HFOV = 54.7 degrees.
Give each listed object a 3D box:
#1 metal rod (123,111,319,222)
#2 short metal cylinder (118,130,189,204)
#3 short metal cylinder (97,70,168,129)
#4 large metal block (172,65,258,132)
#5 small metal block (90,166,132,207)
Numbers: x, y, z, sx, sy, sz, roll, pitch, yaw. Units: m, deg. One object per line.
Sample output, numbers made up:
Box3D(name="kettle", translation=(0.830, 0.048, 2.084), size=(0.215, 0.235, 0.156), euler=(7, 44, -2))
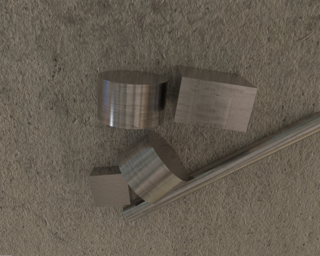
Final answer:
Box3D(name="metal rod", translation=(0.084, 0.058, 0.432), size=(0.301, 0.025, 0.025), euler=(-28, 108, 9))
Box3D(name="short metal cylinder", translation=(-0.008, 0.050, 0.399), size=(0.050, 0.080, 0.080), euler=(-39, 106, 13))
Box3D(name="short metal cylinder", translation=(-0.033, -0.036, 0.367), size=(0.081, 0.080, 0.050), euler=(4, 110, -2))
Box3D(name="large metal block", translation=(0.059, -0.038, 0.367), size=(0.081, 0.080, 0.050), euler=(8, 110, -4))
Box3D(name="small metal block", translation=(-0.069, 0.082, 0.439), size=(0.050, 0.025, 0.050), euler=(-4, 110, 1))
